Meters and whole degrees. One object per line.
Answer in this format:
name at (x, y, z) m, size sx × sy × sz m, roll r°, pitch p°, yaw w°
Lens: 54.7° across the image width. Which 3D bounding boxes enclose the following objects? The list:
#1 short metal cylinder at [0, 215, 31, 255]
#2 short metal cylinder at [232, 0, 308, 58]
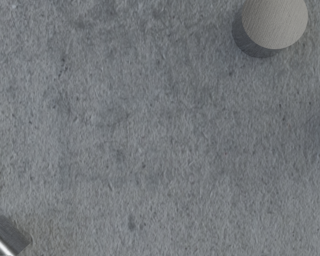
short metal cylinder at (-0.210, 0.154, 0.380) m, size 0.080 × 0.080 × 0.050 m, roll -43°, pitch 91°, yaw 0°
short metal cylinder at (0.139, -0.135, 0.399) m, size 0.081 × 0.050 × 0.079 m, roll 0°, pitch 90°, yaw -1°
